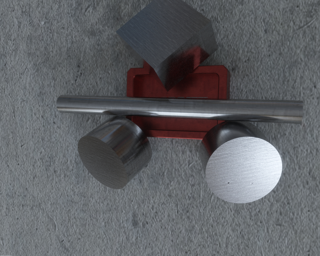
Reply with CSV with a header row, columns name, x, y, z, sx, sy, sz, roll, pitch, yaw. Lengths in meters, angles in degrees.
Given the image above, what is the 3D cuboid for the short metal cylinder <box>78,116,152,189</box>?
name,x,y,z,sx,sy,sz,roll,pitch,yaw
short metal cylinder,-0.058,0.031,0.398,0.080,0.050,0.079,22,132,26

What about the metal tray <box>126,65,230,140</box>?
name,x,y,z,sx,sy,sz,roll,pitch,yaw
metal tray,0.022,-0.032,0.400,0.130,0.030,0.089,2,91,19

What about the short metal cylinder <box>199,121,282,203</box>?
name,x,y,z,sx,sy,sz,roll,pitch,yaw
short metal cylinder,0.088,0.037,0.348,0.081,0.050,0.079,0,111,-1

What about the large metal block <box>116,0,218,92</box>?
name,x,y,z,sx,sy,sz,roll,pitch,yaw
large metal block,0.009,-0.105,0.371,0.080,0.050,0.080,-41,60,-2

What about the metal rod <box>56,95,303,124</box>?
name,x,y,z,sx,sy,sz,roll,pitch,yaw
metal rod,0.008,-0.025,0.376,0.301,0.025,0.025,3,91,19
